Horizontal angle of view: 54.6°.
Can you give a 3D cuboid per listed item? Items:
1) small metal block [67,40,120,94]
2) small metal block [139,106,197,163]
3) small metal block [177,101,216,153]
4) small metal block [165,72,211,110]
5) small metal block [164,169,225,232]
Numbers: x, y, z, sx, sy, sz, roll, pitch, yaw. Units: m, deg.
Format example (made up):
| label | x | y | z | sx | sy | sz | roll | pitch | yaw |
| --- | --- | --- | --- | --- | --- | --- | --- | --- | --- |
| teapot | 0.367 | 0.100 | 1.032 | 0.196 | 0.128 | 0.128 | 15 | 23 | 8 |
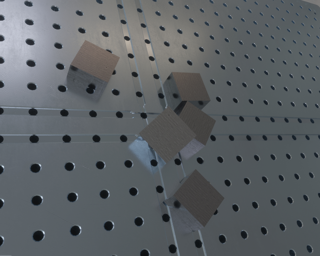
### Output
| label | x | y | z | sx | sy | sz | roll | pitch | yaw |
| --- | --- | --- | --- | --- | --- | --- | --- | --- | --- |
| small metal block | -0.087 | -0.081 | 0.410 | 0.050 | 0.025 | 0.050 | 25 | 53 | -13 |
| small metal block | 0.010 | 0.009 | 0.391 | 0.050 | 0.025 | 0.050 | -43 | 85 | -1 |
| small metal block | 0.044 | -0.002 | 0.432 | 0.050 | 0.025 | 0.050 | 35 | 51 | -6 |
| small metal block | 0.041 | -0.055 | 0.463 | 0.050 | 0.025 | 0.050 | -3 | 63 | -30 |
| small metal block | 0.042 | 0.087 | 0.377 | 0.050 | 0.025 | 0.050 | 46 | 51 | 3 |
